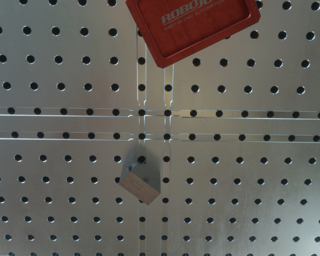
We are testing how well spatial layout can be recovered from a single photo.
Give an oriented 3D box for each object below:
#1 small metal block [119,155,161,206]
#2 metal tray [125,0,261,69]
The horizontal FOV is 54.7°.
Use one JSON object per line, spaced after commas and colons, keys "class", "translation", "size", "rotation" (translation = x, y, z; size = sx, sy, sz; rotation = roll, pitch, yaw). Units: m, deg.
{"class": "small metal block", "translation": [-0.026, 0.071, 0.426], "size": [0.050, 0.050, 0.025], "rotation": [39, 105, -14]}
{"class": "metal tray", "translation": [0.038, -0.138, 0.360], "size": [0.130, 0.030, 0.090], "rotation": [-25, 109, 8]}
